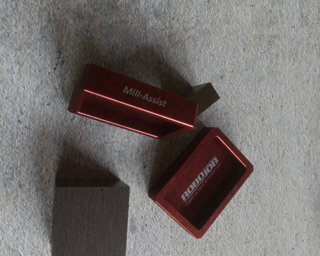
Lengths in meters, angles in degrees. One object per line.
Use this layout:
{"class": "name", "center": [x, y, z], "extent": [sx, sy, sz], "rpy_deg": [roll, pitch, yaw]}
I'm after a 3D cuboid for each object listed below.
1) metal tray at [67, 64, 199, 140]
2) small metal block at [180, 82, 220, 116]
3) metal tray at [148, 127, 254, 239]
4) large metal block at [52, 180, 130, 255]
{"class": "metal tray", "center": [-0.033, -0.024, 0.360], "extent": [0.131, 0.090, 0.030], "rpy_deg": [18, 72, -20]}
{"class": "small metal block", "center": [0.043, -0.034, 0.413], "extent": [0.050, 0.050, 0.025], "rpy_deg": [-38, 103, -16]}
{"class": "metal tray", "center": [0.059, 0.073, 0.429], "extent": [0.090, 0.030, 0.130], "rpy_deg": [46, 76, -15]}
{"class": "large metal block", "center": [-0.083, 0.105, 0.366], "extent": [0.081, 0.050, 0.079], "rpy_deg": [4, 89, -20]}
